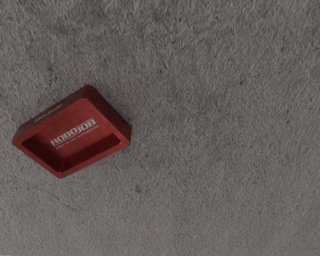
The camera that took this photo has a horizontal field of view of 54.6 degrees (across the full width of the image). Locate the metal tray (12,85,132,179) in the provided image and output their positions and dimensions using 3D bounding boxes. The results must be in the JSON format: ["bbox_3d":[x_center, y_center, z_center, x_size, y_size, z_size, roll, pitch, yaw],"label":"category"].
[{"bbox_3d":[-0.115,0.010,0.411,0.130,0.030,0.090,-27,125,21],"label":"metal tray"}]
